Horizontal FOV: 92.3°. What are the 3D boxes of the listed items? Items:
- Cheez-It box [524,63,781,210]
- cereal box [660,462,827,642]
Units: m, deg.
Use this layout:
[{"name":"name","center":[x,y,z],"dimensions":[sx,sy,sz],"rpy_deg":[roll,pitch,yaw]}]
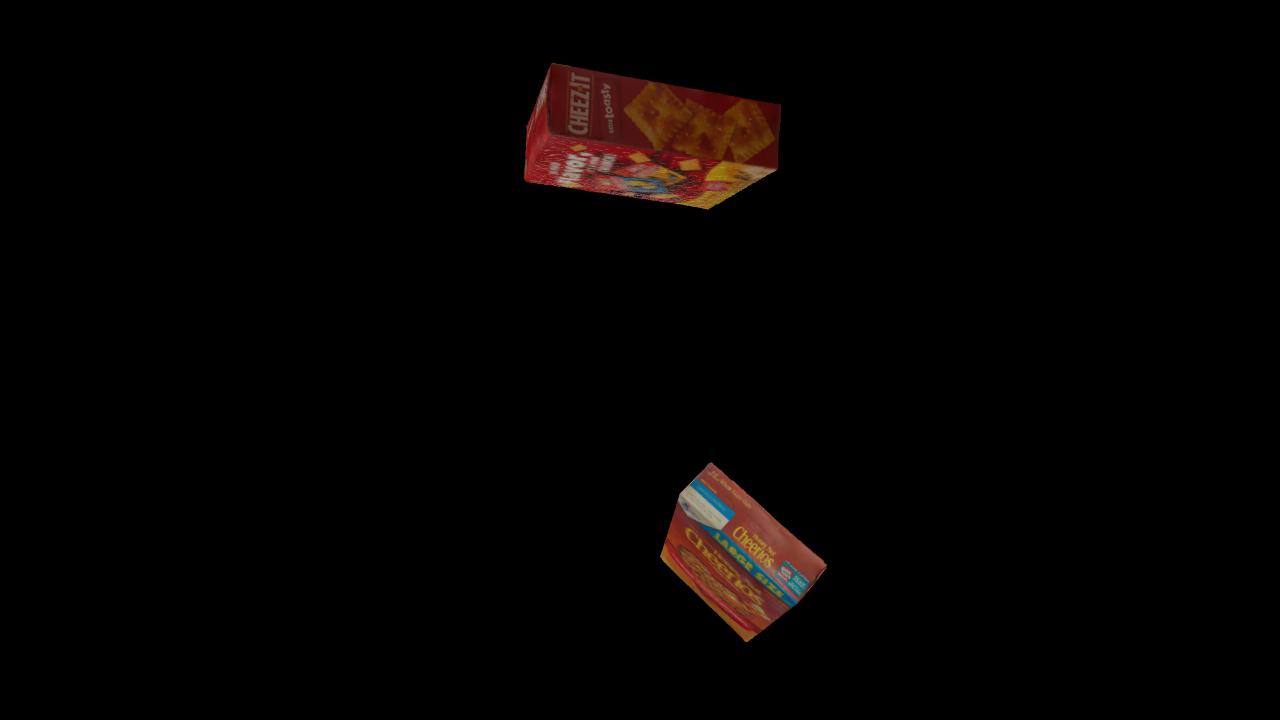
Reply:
[{"name":"Cheez-It box","center":[0.004,-0.214,0.619],"dimensions":[0.223,0.071,0.166],"rpy_deg":[3,0,-17]},{"name":"cereal box","center":[0.136,0.301,0.927],"dimensions":[0.081,0.203,0.306],"rpy_deg":[-40,-22,-25]}]
